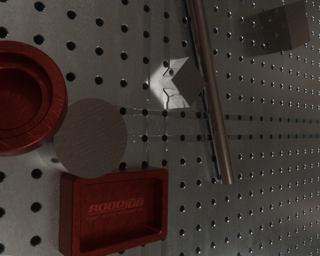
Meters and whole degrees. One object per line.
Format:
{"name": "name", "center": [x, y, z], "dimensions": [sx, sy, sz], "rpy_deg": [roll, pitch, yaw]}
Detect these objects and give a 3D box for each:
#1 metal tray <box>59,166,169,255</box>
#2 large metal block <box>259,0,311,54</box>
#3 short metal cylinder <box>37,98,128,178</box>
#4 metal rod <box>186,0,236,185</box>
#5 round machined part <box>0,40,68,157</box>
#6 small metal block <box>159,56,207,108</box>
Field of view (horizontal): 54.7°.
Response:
{"name": "metal tray", "center": [-0.049, 0.096, 0.366], "dimensions": [0.131, 0.030, 0.089], "rpy_deg": [1, 89, -40]}
{"name": "large metal block", "center": [0.244, -0.196, 0.601], "dimensions": [0.081, 0.050, 0.080], "rpy_deg": [-28, 108, -37]}
{"name": "short metal cylinder", "center": [-0.082, 0.010, 0.326], "dimensions": [0.081, 0.050, 0.079], "rpy_deg": [0, 90, -40]}
{"name": "metal rod", "center": [0.079, -0.056, 0.477], "dimensions": [0.025, 0.025, 0.298], "rpy_deg": [-21, 103, -38]}
{"name": "round machined part", "center": [-0.131, -0.023, 0.270], "dimensions": [0.099, 0.042, 0.098], "rpy_deg": [3, 74, -11]}
{"name": "small metal block", "center": [0.033, -0.064, 0.439], "dimensions": [0.050, 0.025, 0.050], "rpy_deg": [52, 60, -28]}
